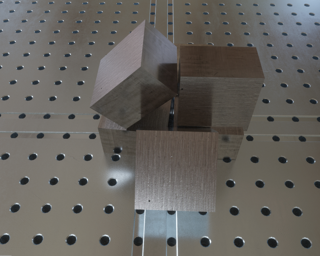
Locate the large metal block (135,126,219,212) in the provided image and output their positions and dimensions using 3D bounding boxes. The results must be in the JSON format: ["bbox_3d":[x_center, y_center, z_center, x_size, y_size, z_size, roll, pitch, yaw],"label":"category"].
[{"bbox_3d":[0.017,0.041,0.331,0.080,0.050,0.080,2,95,1],"label":"large metal block"}]

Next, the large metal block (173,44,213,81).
[{"bbox_3d":[0.027,-0.081,0.431,0.080,0.080,0.050,2,89,1],"label":"large metal block"}]

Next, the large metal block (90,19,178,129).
[{"bbox_3d":[-0.027,-0.058,0.345,0.080,0.050,0.080,-31,40,33],"label":"large metal block"}]

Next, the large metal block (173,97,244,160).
[{"bbox_3d":[0.058,-0.008,0.398,0.080,0.050,0.080,2,50,2],"label":"large metal block"}]

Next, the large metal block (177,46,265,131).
[{"bbox_3d":[0.061,-0.042,0.343,0.080,0.080,0.050,1,50,1],"label":"large metal block"}]

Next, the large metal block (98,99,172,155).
[{"bbox_3d":[-0.027,-0.011,0.401,0.080,0.050,0.080,5,50,4],"label":"large metal block"}]
